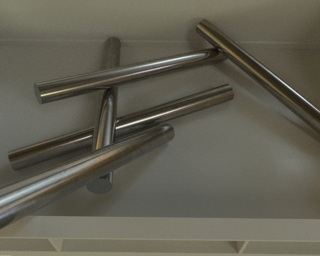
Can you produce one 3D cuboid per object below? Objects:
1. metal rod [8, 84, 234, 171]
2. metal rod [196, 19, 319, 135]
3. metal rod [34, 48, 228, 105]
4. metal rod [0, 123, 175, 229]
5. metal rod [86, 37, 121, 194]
[{"bbox_3d":[-0.038,-0.006,0.409,0.302,0.025,0.025,-18,53,-15],"label":"metal rod"},{"bbox_3d":[0.159,-0.063,0.437,0.025,0.025,0.300,-31,63,-23],"label":"metal rod"},{"bbox_3d":[-0.017,-0.081,0.430,0.302,0.025,0.025,-19,52,-32],"label":"metal rod"},{"bbox_3d":[-0.062,0.035,0.273,0.025,0.025,0.302,27,22,21],"label":"metal rod"},{"bbox_3d":[-0.069,-0.043,0.414,0.025,0.025,0.300,-3,42,-2],"label":"metal rod"}]
